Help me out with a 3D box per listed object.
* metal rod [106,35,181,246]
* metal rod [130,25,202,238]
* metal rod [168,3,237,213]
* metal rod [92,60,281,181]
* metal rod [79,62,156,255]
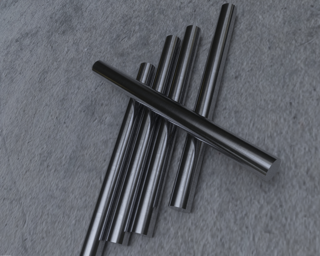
[{"bbox_3d":[-0.014,-0.002,0.410,0.025,0.025,0.300,1,62,28],"label":"metal rod"},{"bbox_3d":[0.014,-0.014,0.403,0.025,0.025,0.300,1,62,28],"label":"metal rod"},{"bbox_3d":[0.061,-0.043,0.397,0.025,0.025,0.300,3,63,29],"label":"metal rod"},{"bbox_3d":[0.007,-0.026,0.381,0.300,0.025,0.025,33,80,38],"label":"metal rod"},{"bbox_3d":[-0.052,0.041,0.404,0.025,0.025,0.300,0,62,28],"label":"metal rod"}]
